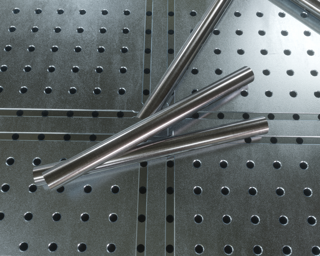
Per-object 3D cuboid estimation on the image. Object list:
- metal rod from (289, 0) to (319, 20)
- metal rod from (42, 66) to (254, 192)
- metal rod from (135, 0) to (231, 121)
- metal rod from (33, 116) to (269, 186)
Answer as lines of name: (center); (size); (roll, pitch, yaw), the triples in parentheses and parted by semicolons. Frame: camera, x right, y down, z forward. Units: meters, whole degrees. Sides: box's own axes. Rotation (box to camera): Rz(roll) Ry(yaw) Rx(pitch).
metal rod: (0.206, -0.220, 0.493); (0.300, 0.025, 0.025); (41, 75, 13)
metal rod: (-0.001, -0.008, 0.396); (0.302, 0.025, 0.025); (-29, 73, -17)
metal rod: (0.053, -0.128, 0.458); (0.025, 0.025, 0.300); (29, 72, 10)
metal rod: (-0.008, 0.028, 0.401); (0.302, 0.025, 0.025); (-13, 71, -5)
